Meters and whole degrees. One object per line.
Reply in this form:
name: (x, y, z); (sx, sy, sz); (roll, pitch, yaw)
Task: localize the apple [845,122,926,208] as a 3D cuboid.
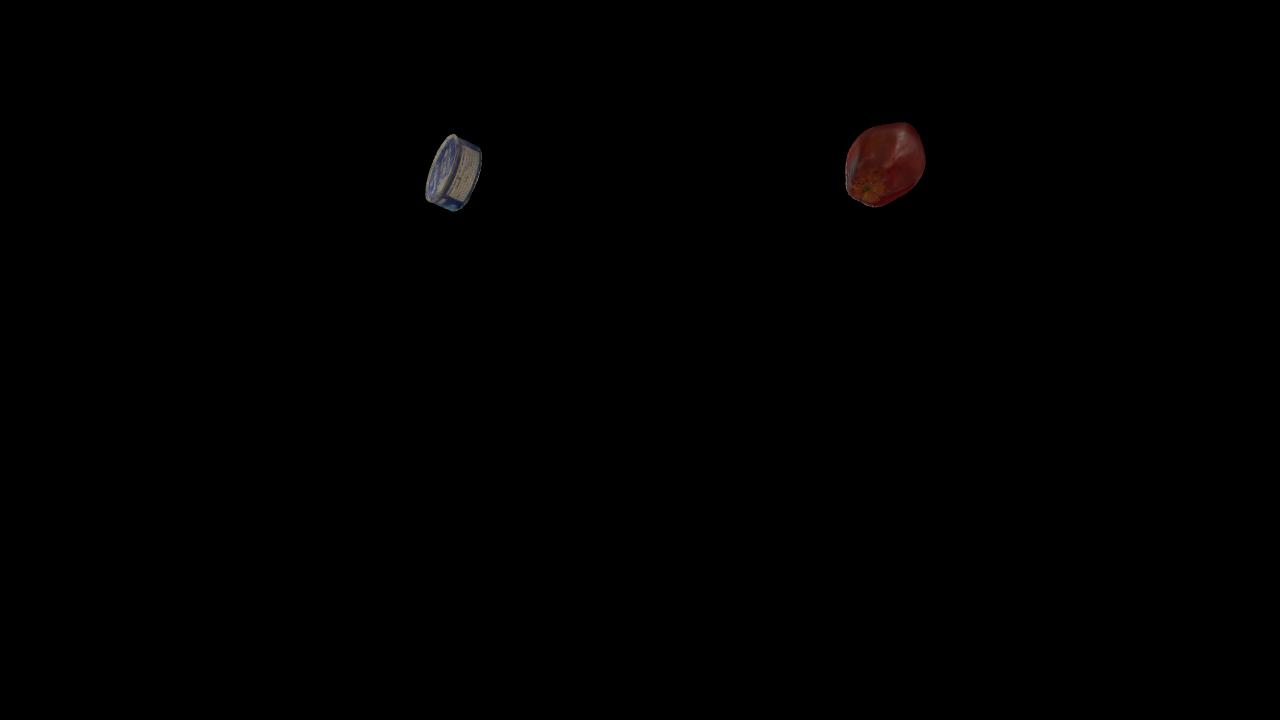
apple: (0.254, -0.202, 0.643); (0.079, 0.093, 0.079); (24, -32, 17)

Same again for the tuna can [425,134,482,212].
tuna can: (-0.220, -0.220, 0.727); (0.034, 0.084, 0.084); (18, -11, -38)
